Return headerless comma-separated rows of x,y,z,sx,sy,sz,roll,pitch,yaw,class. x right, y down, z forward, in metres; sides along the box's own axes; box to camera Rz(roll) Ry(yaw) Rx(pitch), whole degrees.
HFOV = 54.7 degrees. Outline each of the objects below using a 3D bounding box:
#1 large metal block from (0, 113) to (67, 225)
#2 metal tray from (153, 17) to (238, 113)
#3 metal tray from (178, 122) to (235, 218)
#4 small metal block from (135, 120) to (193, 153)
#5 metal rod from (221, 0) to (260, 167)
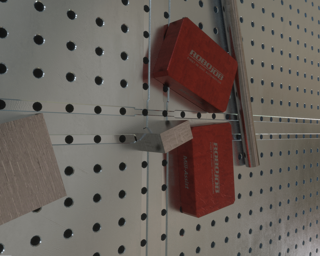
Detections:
-0.141,0.036,0.276,0.081,0.050,0.079,-21,104,-38,large metal block
0.058,-0.087,0.456,0.131,0.030,0.090,28,73,-37,metal tray
0.072,0.059,0.469,0.091,0.030,0.129,-7,94,-40,metal tray
0.005,0.010,0.399,0.050,0.050,0.025,-25,106,-37,small metal block
0.137,-0.079,0.526,0.025,0.025,0.298,-18,102,-39,metal rod
